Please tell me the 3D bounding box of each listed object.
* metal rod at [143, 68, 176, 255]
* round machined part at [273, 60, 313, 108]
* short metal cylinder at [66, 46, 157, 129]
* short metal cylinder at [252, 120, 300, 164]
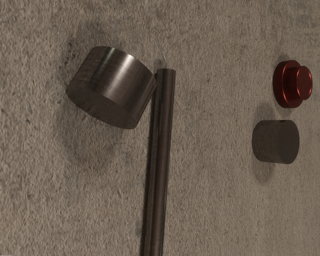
[{"bbox_3d":[-0.002,0.072,0.405,0.025,0.025,0.298,7,86,-40],"label":"metal rod"},{"bbox_3d":[0.273,-0.089,0.627,0.099,0.042,0.097,0,90,-40],"label":"round machined part"},{"bbox_3d":[-0.050,-0.040,0.328,0.080,0.080,0.050,39,66,-34],"label":"short metal cylinder"},{"bbox_3d":[0.215,0.025,0.572,0.081,0.050,0.079,0,90,-40],"label":"short metal cylinder"}]
